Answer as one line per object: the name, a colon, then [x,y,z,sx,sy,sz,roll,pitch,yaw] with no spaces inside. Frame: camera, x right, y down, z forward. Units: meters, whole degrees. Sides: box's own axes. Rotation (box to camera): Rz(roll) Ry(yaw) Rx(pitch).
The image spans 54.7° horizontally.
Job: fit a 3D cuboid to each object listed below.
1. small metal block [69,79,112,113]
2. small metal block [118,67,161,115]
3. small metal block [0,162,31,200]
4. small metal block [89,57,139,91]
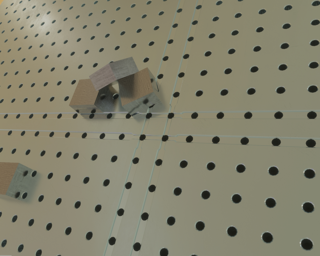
small metal block: [-0.110,-0.052,0.496,0.050,0.025,0.050,0,62,28]
small metal block: [-0.031,-0.054,0.456,0.050,0.025,0.050,-23,53,13]
small metal block: [-0.236,0.081,0.480,0.050,0.025,0.050,-2,61,27]
small metal block: [-0.069,-0.081,0.466,0.050,0.025,0.050,-19,8,42]
